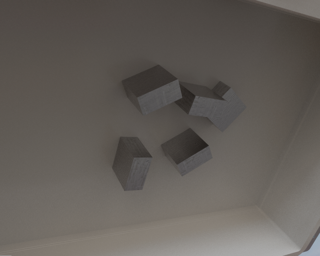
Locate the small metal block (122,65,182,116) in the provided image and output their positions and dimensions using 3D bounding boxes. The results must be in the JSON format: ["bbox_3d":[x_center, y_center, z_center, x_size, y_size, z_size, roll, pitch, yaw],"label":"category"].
[{"bbox_3d":[-0.010,-0.045,0.360,0.050,0.050,0.025,-26,128,-13],"label":"small metal block"}]

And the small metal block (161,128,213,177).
[{"bbox_3d":[0.037,0.033,0.435,0.050,0.050,0.025,-30,129,-10],"label":"small metal block"}]

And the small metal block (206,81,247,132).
[{"bbox_3d":[0.087,-0.030,0.440,0.050,0.025,0.050,-47,130,4],"label":"small metal block"}]

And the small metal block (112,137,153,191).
[{"bbox_3d":[-0.037,0.045,0.402,0.025,0.050,0.050,3,117,-30],"label":"small metal block"}]

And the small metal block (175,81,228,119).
[{"bbox_3d":[0.049,-0.037,0.398,0.050,0.050,0.025,5,116,-31],"label":"small metal block"}]
